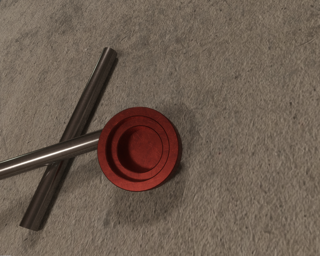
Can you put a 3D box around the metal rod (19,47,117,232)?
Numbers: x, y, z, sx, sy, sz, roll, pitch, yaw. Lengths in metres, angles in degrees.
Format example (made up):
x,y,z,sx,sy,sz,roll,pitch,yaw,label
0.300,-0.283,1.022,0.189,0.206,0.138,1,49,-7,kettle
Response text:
x,y,z,sx,sy,sz,roll,pitch,yaw,label
-0.129,0.003,0.467,0.025,0.025,0.300,5,64,30,metal rod

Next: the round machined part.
x,y,z,sx,sy,sz,roll,pitch,yaw,label
-0.021,0.026,0.373,0.098,0.042,0.097,-2,80,14,round machined part

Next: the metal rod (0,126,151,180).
x,y,z,sx,sy,sz,roll,pitch,yaw,label
-0.148,0.036,0.425,0.301,0.025,0.025,-18,54,5,metal rod
